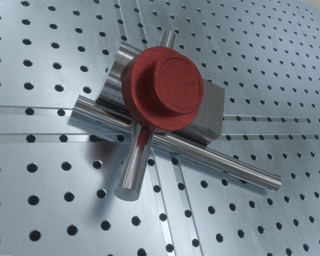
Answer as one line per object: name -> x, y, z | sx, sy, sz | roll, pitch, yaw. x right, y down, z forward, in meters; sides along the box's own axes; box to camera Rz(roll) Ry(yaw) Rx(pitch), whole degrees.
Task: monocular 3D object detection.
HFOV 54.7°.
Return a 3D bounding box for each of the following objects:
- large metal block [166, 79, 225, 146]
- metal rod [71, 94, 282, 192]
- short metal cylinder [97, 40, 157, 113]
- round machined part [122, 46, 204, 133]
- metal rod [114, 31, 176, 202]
large metal block -> 0.040, -0.027, 0.427 | 0.080, 0.050, 0.080 | 23, 53, -15
metal rod -> 0.033, 0.026, 0.411 | 0.302, 0.025, 0.025 | 22, 53, -15
short metal cylinder -> -0.041, -0.063, 0.389 | 0.050, 0.080, 0.080 | 23, 53, -15
round machined part -> 0.010, -0.045, 0.347 | 0.099, 0.042, 0.097 | 7, 78, -34
metal rod -> -0.009, -0.042, 0.405 | 0.025, 0.025, 0.300 | 25, 45, -13
